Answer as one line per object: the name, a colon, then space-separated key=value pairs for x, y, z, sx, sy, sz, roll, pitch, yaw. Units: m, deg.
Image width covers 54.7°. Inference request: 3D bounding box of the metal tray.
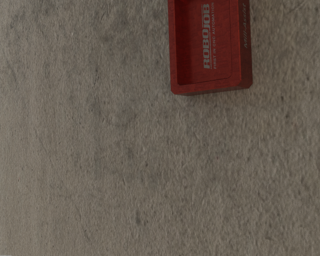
metal tray: x=0.055 y=-0.106 z=0.354 sx=0.090 sy=0.030 sz=0.129 roll=-3 pitch=88 yaw=39
